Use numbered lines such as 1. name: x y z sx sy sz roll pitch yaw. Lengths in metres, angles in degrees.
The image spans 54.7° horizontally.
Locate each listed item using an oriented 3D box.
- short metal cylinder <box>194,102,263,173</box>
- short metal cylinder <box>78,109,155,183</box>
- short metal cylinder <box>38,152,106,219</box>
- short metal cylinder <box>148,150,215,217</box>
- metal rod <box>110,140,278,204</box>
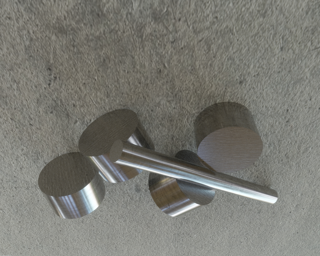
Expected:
1. short metal cylinder: 0.087 0.013 0.402 0.081 0.050 0.079 0 130 0
2. short metal cylinder: -0.053 0.021 0.389 0.080 0.080 0.050 -18 128 14
3. short metal cylinder: -0.123 0.080 0.438 0.080 0.080 0.050 -5 130 4
4. short metal cylinder: 0.031 0.077 0.433 0.080 0.080 0.050 34 131 -25
5. metal rod: 0.067 0.068 0.416 0.302 0.025 0.025 21 129 -36
